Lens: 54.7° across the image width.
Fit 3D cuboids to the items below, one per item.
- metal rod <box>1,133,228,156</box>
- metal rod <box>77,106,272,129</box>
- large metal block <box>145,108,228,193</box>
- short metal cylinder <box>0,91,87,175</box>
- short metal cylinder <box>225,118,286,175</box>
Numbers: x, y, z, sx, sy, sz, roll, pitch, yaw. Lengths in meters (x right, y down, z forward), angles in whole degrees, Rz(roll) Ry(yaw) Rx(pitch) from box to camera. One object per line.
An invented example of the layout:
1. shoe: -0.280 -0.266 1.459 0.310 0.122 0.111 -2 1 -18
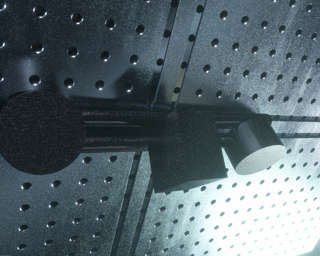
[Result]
1. metal rod: -0.036 0.018 0.402 0.303 0.025 0.025 0 118 -29
2. metal rod: 0.037 -0.012 0.423 0.303 0.025 0.025 1 118 -29
3. large metal block: 0.028 0.030 0.370 0.050 0.080 0.080 1 160 -29
4. short metal cylinder: -0.121 0.002 0.312 0.081 0.050 0.079 -4 97 -28
5. short metal cylinder: 0.142 0.030 0.474 0.081 0.050 0.080 -14 145 -10
